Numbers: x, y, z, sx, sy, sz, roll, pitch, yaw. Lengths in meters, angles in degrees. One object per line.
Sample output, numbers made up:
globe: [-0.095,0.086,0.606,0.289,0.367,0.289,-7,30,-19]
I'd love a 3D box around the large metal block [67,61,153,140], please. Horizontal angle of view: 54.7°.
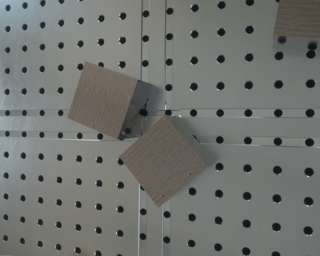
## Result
large metal block: [-0.067,-0.037,0.422,0.080,0.050,0.080,22,97,18]

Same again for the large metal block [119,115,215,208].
large metal block: [0.010,0.040,0.395,0.080,0.050,0.080,-42,77,15]

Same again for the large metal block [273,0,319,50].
large metal block: [0.173,-0.131,0.339,0.080,0.050,0.079,10,93,19]
